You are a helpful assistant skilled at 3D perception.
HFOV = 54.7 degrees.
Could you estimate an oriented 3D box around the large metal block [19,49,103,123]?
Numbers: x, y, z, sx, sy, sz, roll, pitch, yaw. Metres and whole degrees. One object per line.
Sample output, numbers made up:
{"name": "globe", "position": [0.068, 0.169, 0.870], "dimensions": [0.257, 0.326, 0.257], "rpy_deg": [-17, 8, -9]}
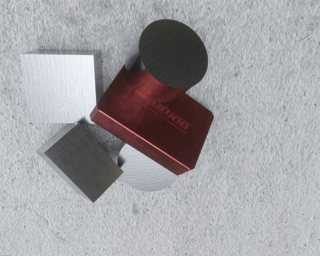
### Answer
{"name": "large metal block", "position": [-0.114, -0.052, 0.375], "dimensions": [0.081, 0.050, 0.079], "rpy_deg": [1, 110, -1]}

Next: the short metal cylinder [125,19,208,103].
{"name": "short metal cylinder", "position": [0.006, -0.073, 0.350], "dimensions": [0.081, 0.050, 0.080], "rpy_deg": [6, 74, -22]}

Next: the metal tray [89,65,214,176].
{"name": "metal tray", "position": [-0.005, -0.014, 0.372], "dimensions": [0.130, 0.090, 0.030], "rpy_deg": [34, 146, -12]}

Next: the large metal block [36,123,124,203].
{"name": "large metal block", "position": [-0.103, 0.042, 0.389], "dimensions": [0.050, 0.080, 0.080], "rpy_deg": [-46, 108, -22]}

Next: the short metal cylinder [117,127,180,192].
{"name": "short metal cylinder", "position": [-0.013, 0.037, 0.412], "dimensions": [0.081, 0.050, 0.079], "rpy_deg": [0, 110, 0]}
